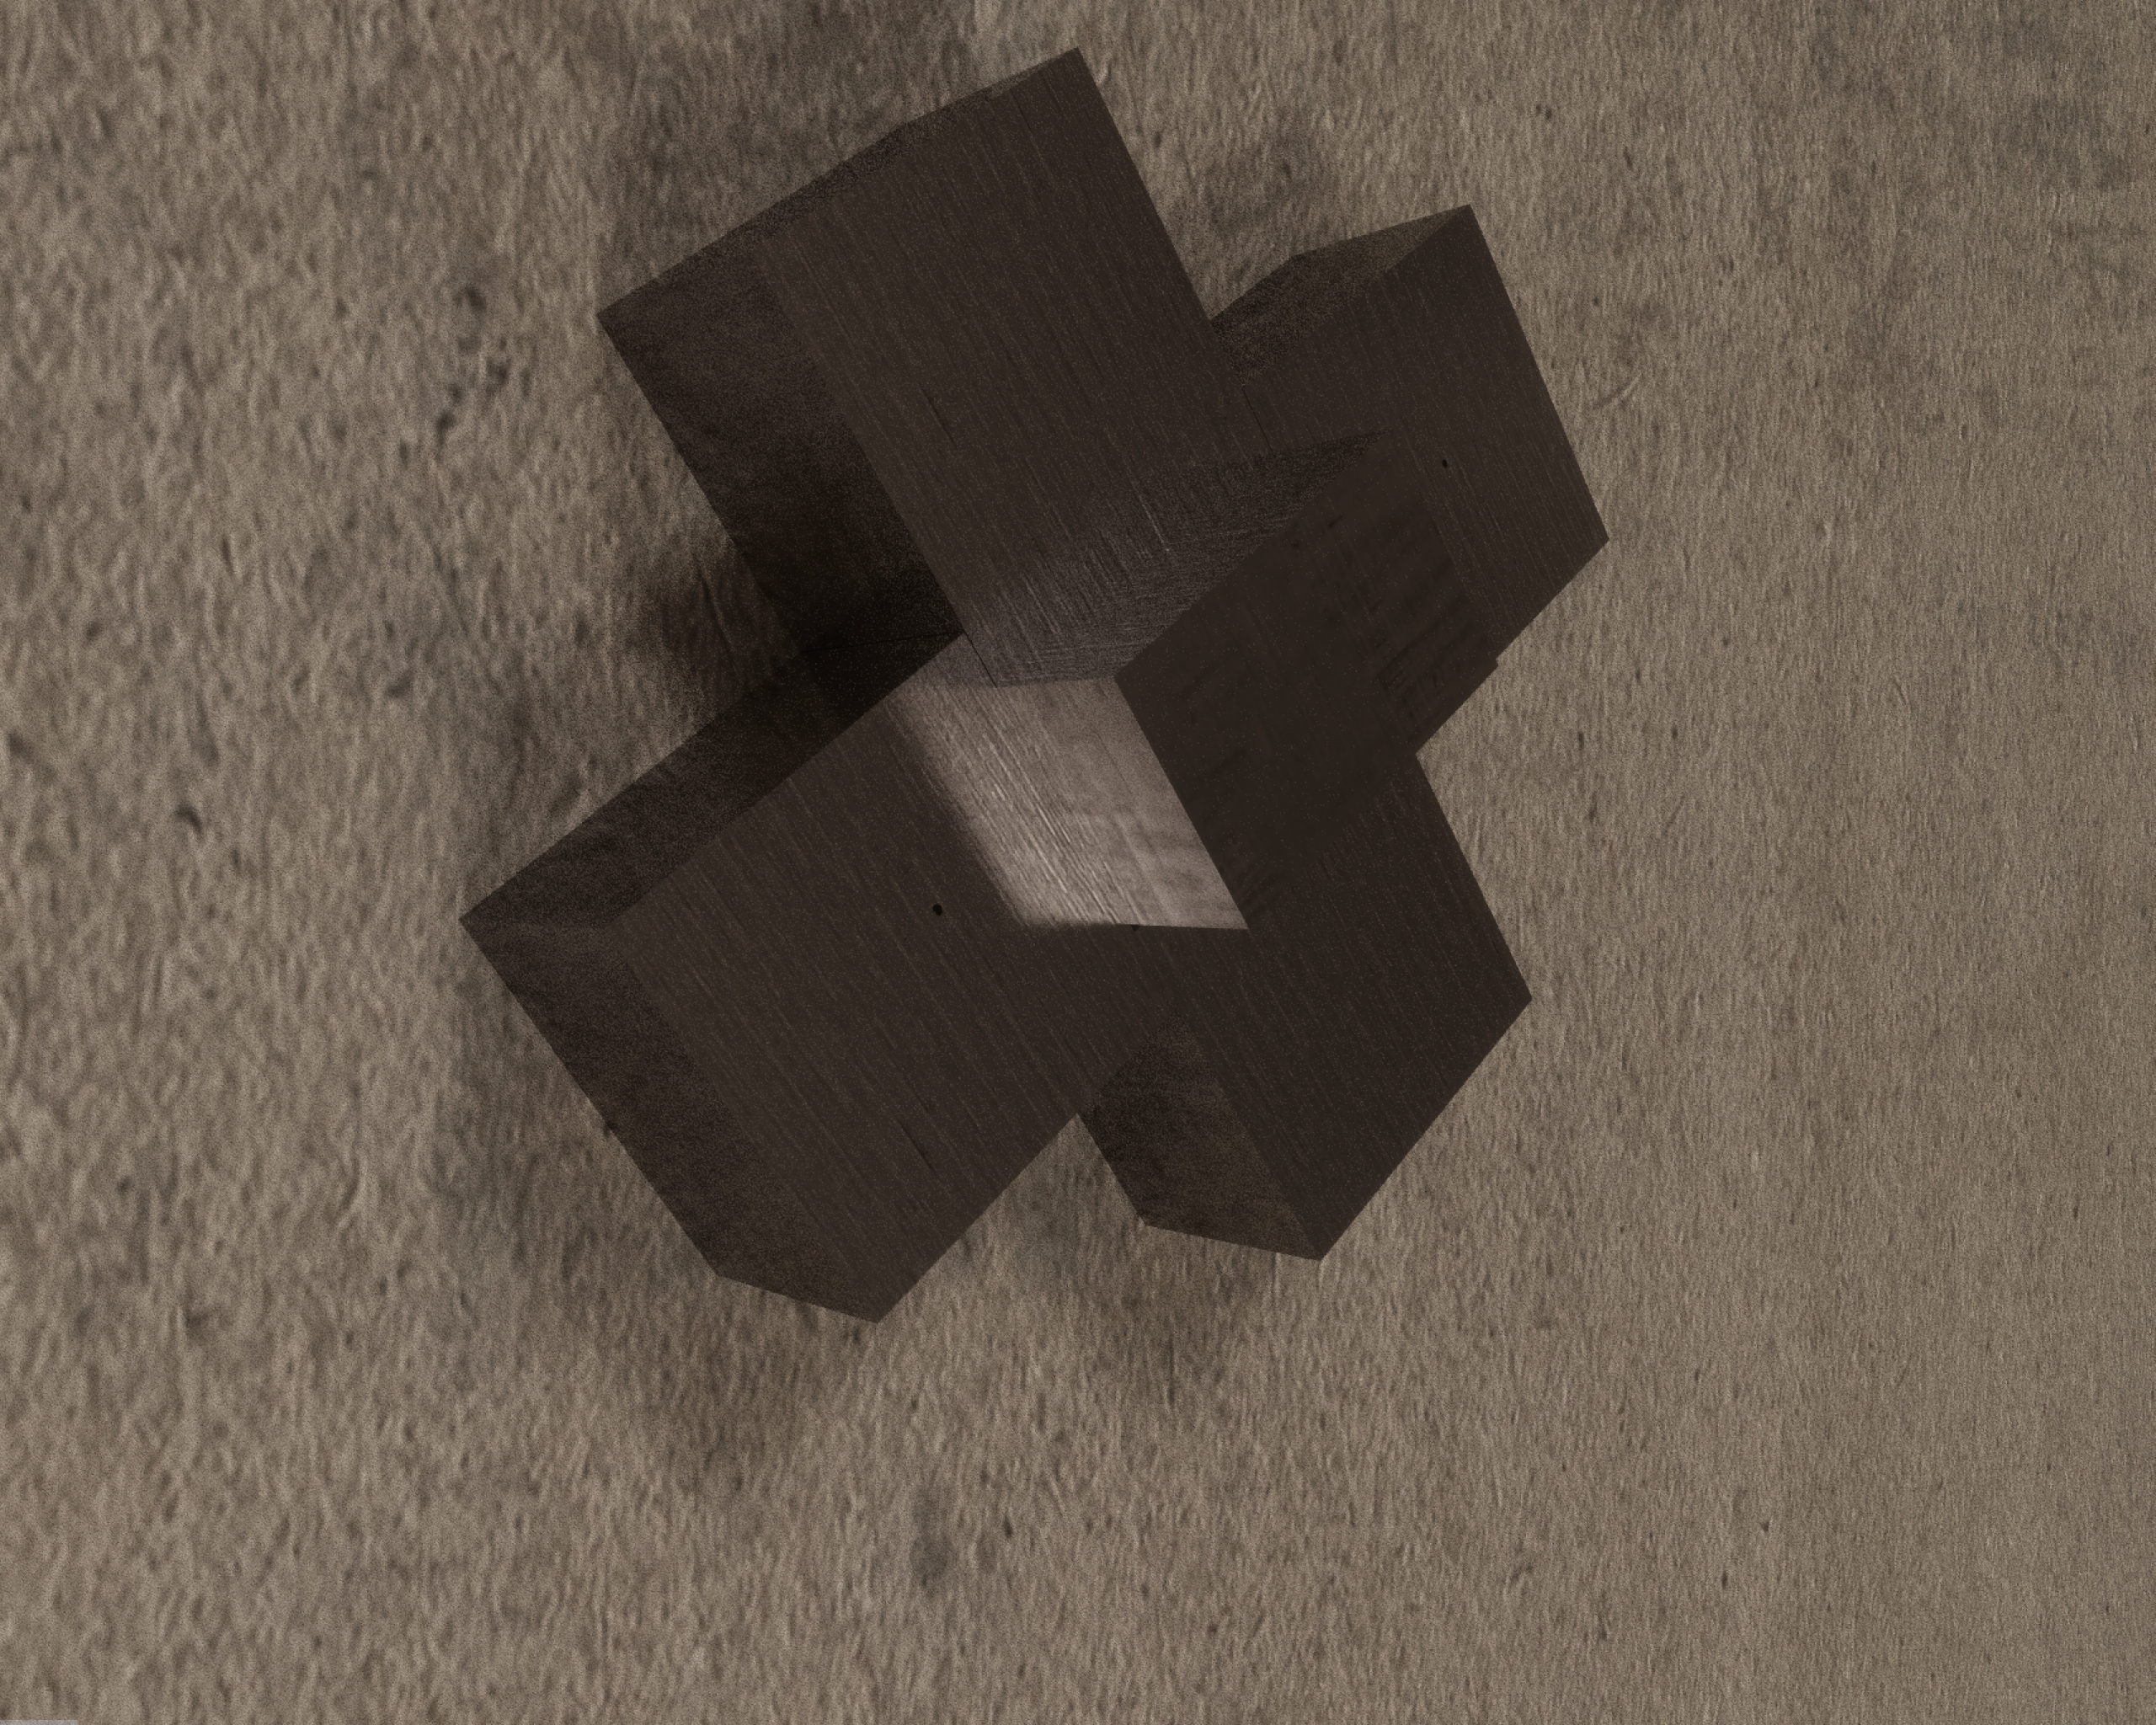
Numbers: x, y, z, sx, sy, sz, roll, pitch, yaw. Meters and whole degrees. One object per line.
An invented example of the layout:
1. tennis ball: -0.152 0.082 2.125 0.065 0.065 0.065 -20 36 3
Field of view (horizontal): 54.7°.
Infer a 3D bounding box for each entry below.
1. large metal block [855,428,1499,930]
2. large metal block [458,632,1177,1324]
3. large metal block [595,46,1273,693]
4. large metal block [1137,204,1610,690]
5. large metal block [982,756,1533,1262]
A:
1. large metal block: 0.016 -0.033 0.385 0.080 0.080 0.050 -44 117 -31
2. large metal block: -0.041 0.018 0.356 0.080 0.050 0.080 -44 117 -31
3. large metal block: -0.023 -0.085 0.371 0.080 0.050 0.080 -44 117 -31
4. large metal block: 0.057 -0.079 0.439 0.080 0.050 0.080 -44 117 -31
5. large metal block: 0.037 0.020 0.422 0.080 0.050 0.080 -44 117 -31
